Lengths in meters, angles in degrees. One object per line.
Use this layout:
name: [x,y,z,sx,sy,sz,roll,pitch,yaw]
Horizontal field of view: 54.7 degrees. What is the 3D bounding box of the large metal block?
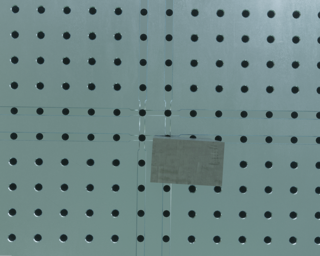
large metal block: [0.031,0.038,0.386,0.081,0.080,0.050,4,90,-1]
